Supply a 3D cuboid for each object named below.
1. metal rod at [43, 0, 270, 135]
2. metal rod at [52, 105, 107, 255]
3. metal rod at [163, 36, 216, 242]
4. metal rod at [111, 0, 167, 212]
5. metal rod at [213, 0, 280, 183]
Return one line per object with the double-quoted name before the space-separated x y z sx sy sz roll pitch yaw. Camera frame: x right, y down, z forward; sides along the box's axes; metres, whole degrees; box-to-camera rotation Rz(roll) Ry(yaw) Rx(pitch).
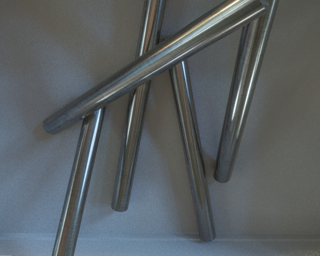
"metal rod" -0.034 -0.051 0.321 0.299 0.025 0.025 -24 111 37
"metal rod" -0.107 0.107 0.376 0.025 0.025 0.299 12 81 -5
"metal rod" 0.044 0.028 0.422 0.025 0.025 0.298 -11 110 3
"metal rod" -0.031 -0.022 0.402 0.025 0.025 0.298 10 110 -4
"metal rod" 0.087 -0.035 0.332 0.025 0.025 0.298 -1 136 0
